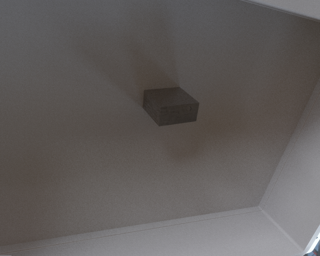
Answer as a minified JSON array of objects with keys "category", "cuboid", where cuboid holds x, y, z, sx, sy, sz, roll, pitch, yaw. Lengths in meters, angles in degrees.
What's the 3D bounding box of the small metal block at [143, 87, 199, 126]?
[{"category":"small metal block","cuboid":[0.012,-0.028,0.381,0.050,0.050,0.025,-8,122,-24]}]
